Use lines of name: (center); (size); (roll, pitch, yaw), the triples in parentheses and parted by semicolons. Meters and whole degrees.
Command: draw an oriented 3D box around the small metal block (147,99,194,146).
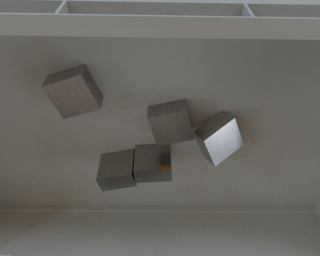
small metal block: (0.015, -0.007, 0.403); (0.050, 0.025, 0.050); (-11, 130, 9)

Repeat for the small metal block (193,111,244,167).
small metal block: (0.078, 0.014, 0.407); (0.050, 0.025, 0.050); (-36, 127, -10)

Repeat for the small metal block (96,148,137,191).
small metal block: (-0.059, 0.059, 0.443); (0.050, 0.050, 0.025); (-10, 129, 8)

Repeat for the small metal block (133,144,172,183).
small metal block: (-0.009, 0.048, 0.434); (0.050, 0.050, 0.025); (-3, 130, 2)

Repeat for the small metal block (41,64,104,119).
small metal block: (-0.103, -0.043, 0.371); (0.050, 0.025, 0.050); (-15, 129, 12)
